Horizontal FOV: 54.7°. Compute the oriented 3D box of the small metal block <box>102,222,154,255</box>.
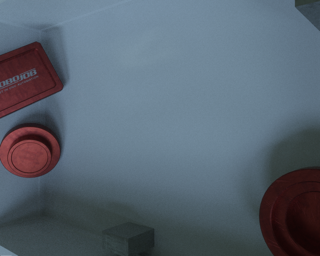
[{"bbox_3d":[-0.043,0.152,0.424,0.050,0.050,0.025,-1,90,39],"label":"small metal block"}]

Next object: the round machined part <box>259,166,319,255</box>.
[{"bbox_3d":[0.144,0.083,0.276,0.098,0.042,0.097,0,90,39],"label":"round machined part"}]

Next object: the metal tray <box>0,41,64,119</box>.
[{"bbox_3d":[-0.243,-0.078,0.520,0.090,0.131,0.030,64,159,-11],"label":"metal tray"}]

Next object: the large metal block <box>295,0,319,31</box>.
[{"bbox_3d":[0.147,-0.131,0.249,0.050,0.081,0.079,0,90,40],"label":"large metal block"}]

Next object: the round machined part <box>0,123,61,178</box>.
[{"bbox_3d":[-0.224,0.043,0.536,0.042,0.099,0.097,-134,58,-63],"label":"round machined part"}]
